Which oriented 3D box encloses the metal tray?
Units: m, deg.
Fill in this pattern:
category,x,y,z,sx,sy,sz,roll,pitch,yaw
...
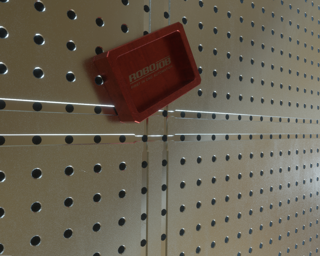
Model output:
category,x,y,z,sx,sy,sz,roll,pitch,yaw
metal tray,-0.009,-0.073,0.399,0.131,0.030,0.090,-35,112,-35
